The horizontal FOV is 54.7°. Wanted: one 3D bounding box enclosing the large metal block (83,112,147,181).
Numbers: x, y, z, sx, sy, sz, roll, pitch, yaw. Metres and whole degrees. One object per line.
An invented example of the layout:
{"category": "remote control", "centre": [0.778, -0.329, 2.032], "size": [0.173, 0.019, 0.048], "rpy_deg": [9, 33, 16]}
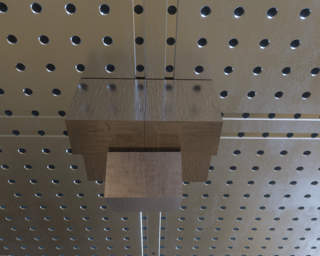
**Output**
{"category": "large metal block", "centre": [-0.057, 0.026, 0.414], "size": [0.081, 0.050, 0.079], "rpy_deg": [1, 130, -1]}

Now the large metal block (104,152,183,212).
{"category": "large metal block", "centre": [-0.017, 0.066, 0.363], "size": [0.081, 0.050, 0.080], "rpy_deg": [0, 154, -1]}

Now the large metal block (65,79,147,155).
{"category": "large metal block", "centre": [-0.057, -0.015, 0.361], "size": [0.081, 0.080, 0.050], "rpy_deg": [1, 130, -1]}

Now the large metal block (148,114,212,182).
{"category": "large metal block", "centre": [0.024, 0.027, 0.416], "size": [0.081, 0.050, 0.079], "rpy_deg": [1, 130, -1]}

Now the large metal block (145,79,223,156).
{"category": "large metal block", "centre": [0.024, -0.014, 0.363], "size": [0.081, 0.080, 0.050], "rpy_deg": [1, 130, -1]}
